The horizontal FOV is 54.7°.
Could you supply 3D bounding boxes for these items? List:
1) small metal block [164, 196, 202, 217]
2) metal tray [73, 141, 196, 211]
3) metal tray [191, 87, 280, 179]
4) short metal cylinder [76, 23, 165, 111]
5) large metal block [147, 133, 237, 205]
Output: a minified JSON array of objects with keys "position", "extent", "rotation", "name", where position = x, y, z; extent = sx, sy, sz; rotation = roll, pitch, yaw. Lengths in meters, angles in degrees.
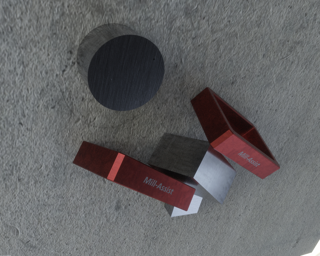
[{"position":[0.040,0.112,0.498],"extent":[0.050,0.025,0.050],"rotation":[0,119,-29],"name":"small metal block"},{"position":[-0.030,0.060,0.383],"extent":[0.130,0.090,0.030],"rotation":[32,76,-38],"name":"metal tray"},{"position":[0.104,0.009,0.423],"extent":[0.030,0.090,0.131],"rotation":[-41,132,22],"name":"metal tray"},{"position":[-0.042,-0.065,0.328],"extent":[0.081,0.050,0.079],"rotation":[-14,124,-21],"name":"short metal cylinder"},{"position":[0.044,0.054,0.420],"extent":[0.080,0.080,0.050],"rotation":[46,66,-40],"name":"large metal block"}]
